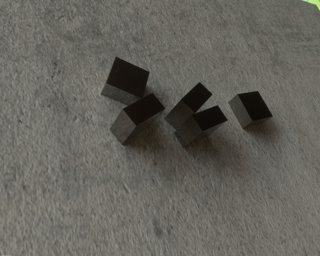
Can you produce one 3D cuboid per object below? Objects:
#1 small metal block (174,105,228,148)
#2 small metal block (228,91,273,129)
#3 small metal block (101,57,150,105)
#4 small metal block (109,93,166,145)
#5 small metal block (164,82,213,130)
[{"bbox_3d":[0.055,-0.002,0.420,0.050,0.050,0.025,-21,73,-36],"label":"small metal block"},{"bbox_3d":[0.147,-0.030,0.504,0.050,0.025,0.050,-11,68,-33],"label":"small metal block"},{"bbox_3d":[-0.046,-0.061,0.417,0.050,0.025,0.050,22,53,-15],"label":"small metal block"},{"bbox_3d":[-0.028,-0.011,0.381,0.050,0.050,0.025,-33,81,-38],"label":"small metal block"},{"bbox_3d":[0.039,-0.030,0.429,0.025,0.050,0.050,44,51,1],"label":"small metal block"}]
